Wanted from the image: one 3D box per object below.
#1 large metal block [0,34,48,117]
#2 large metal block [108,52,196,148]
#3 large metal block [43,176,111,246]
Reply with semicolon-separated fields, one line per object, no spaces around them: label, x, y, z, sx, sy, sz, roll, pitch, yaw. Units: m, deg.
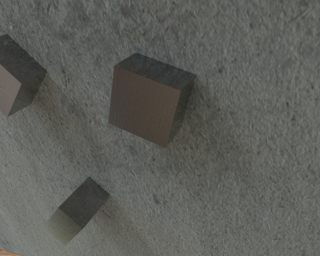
large metal block;-0.228;-0.077;0.460;0.080;0.050;0.080;43;129;-2
large metal block;-0.011;-0.034;0.374;0.080;0.050;0.079;23;127;14
large metal block;-0.142;0.142;0.532;0.050;0.080;0.080;42;129;-1
